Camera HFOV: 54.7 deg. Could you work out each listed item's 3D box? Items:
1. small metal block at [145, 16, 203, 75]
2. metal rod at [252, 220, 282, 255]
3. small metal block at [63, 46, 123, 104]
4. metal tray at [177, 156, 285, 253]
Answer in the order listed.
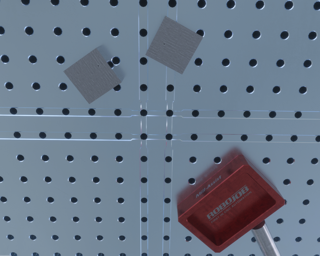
[{"bbox_3d":[0.017,-0.101,0.376,0.050,0.025,0.050,26,108,-10],"label":"small metal block"},{"bbox_3d":[0.214,0.269,0.514,0.025,0.025,0.299,-26,108,9],"label":"metal rod"},{"bbox_3d":[-0.082,-0.066,0.388,0.050,0.025,0.050,-32,107,11],"label":"small metal block"},{"bbox_3d":[0.101,0.113,0.453,0.130,0.030,0.090,-43,105,14],"label":"metal tray"}]
